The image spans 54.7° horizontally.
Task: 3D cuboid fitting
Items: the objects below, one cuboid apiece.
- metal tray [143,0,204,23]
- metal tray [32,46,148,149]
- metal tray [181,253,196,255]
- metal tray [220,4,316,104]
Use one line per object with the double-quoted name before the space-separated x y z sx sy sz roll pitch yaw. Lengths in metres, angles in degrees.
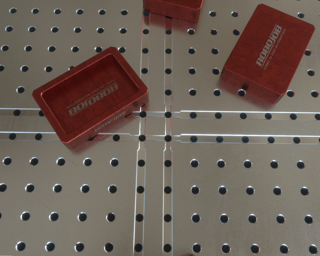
"metal tray" 0.034 -0.239 0.496 0.090 0.030 0.130 15 71 5
"metal tray" -0.092 -0.043 0.423 0.131 0.030 0.090 -34 74 -12
"metal tray" -0.009 0.201 0.335 0.131 0.030 0.090 -15 71 -6
"metal tray" 0.157 -0.111 0.452 0.090 0.030 0.130 28 72 9
